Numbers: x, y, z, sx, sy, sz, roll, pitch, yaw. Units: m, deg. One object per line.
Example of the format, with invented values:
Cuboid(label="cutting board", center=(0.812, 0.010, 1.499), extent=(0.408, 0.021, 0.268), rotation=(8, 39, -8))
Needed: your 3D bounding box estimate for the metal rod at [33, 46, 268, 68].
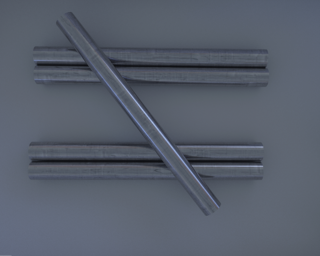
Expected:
Cuboid(label="metal rod", center=(-0.012, -0.093, 0.409), extent=(0.302, 0.025, 0.025), rotation=(1, 90, 0))

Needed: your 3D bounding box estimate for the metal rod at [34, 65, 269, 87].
Cuboid(label="metal rod", center=(-0.011, -0.069, 0.409), extent=(0.302, 0.025, 0.025), rotation=(1, 90, 0))

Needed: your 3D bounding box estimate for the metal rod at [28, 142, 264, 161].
Cuboid(label="metal rod", center=(-0.017, 0.031, 0.409), extent=(0.302, 0.025, 0.025), rotation=(0, 90, 0))

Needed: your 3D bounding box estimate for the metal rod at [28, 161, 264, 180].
Cuboid(label="metal rod", center=(-0.018, 0.056, 0.409), extent=(0.302, 0.025, 0.025), rotation=(0, 90, 0))

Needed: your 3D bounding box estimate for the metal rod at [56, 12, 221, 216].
Cuboid(label="metal rod", center=(-0.026, -0.017, 0.385), extent=(0.025, 0.025, 0.300), rotation=(-38, 90, 0))
